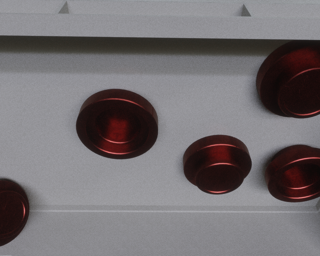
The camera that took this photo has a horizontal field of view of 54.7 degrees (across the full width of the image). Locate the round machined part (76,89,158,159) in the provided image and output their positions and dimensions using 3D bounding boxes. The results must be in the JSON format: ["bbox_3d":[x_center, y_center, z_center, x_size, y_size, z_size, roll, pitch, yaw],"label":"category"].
[{"bbox_3d":[-0.051,-0.009,0.390,0.099,0.042,0.097,0,130,0],"label":"round machined part"}]

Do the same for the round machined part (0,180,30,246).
[{"bbox_3d":[-0.240,0.128,0.462,0.042,0.098,0.098,-7,134,36],"label":"round machined part"}]

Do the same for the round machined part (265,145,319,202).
[{"bbox_3d":[0.203,0.062,0.453,0.099,0.042,0.097,0,130,0],"label":"round machined part"}]

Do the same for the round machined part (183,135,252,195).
[{"bbox_3d":[0.084,0.059,0.449,0.099,0.042,0.097,0,130,0],"label":"round machined part"}]

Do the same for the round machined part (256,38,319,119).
[{"bbox_3d":[0.166,-0.049,0.357,0.099,0.042,0.097,0,130,0],"label":"round machined part"}]
